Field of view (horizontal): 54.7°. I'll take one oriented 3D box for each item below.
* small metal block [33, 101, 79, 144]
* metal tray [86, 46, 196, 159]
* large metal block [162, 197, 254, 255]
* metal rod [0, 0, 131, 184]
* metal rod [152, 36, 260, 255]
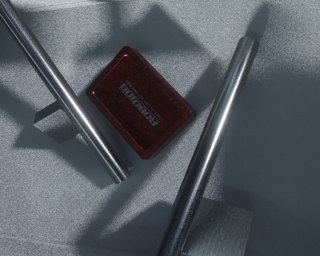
[{"bbox_3d":[-0.142,-0.010,0.443,0.050,0.050,0.025,-27,43,18],"label":"small metal block"},{"bbox_3d":[-0.027,-0.034,0.416,0.090,0.030,0.130,-46,76,14],"label":"metal tray"},{"bbox_3d":[0.055,0.130,0.354,0.080,0.080,0.050,14,127,19],"label":"large metal block"},{"bbox_3d":[-0.133,-0.053,0.409,0.025,0.025,0.299,-31,98,17],"label":"metal rod"},{"bbox_3d":[0.049,0.029,0.334,0.025,0.025,0.299,19,74,19],"label":"metal rod"}]
